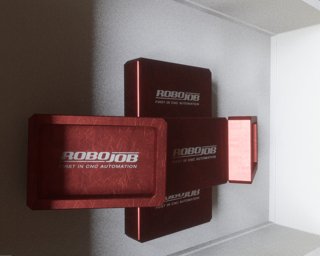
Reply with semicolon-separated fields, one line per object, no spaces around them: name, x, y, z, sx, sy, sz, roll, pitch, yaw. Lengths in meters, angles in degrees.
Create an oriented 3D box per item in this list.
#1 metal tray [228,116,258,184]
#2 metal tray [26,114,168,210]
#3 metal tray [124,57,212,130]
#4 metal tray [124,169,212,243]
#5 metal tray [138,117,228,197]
metal tray;0.128;0.027;0.467;0.130;0.030;0.089;-6;95;-69
metal tray;-0.060;0.033;0.311;0.131;0.030;0.089;1;90;-11
metal tray;0.015;-0.039;0.412;0.131;0.030;0.089;-1;91;-40
metal tray;0.015;0.090;0.413;0.131;0.030;0.089;-1;91;-40
metal tray;0.034;0.032;0.391;0.131;0.030;0.089;-2;91;-40
